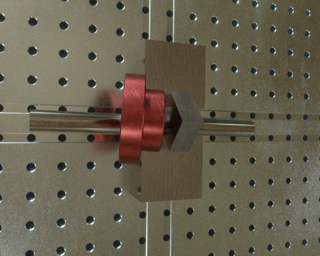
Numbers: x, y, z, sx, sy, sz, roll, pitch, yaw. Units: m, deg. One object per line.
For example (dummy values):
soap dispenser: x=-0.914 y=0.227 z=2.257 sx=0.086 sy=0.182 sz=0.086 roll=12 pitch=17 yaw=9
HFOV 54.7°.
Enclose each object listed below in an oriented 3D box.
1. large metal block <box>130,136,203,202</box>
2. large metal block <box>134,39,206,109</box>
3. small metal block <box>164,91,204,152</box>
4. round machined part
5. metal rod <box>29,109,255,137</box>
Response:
large metal block: x=0.007 y=0.049 z=0.402 sx=0.081 sy=0.050 sz=0.080 roll=1 pitch=90 yaw=-20
large metal block: x=0.011 y=-0.065 z=0.403 sx=0.081 sy=0.050 sz=0.079 roll=1 pitch=90 yaw=-20
small metal block: x=0.023 y=-0.008 z=0.361 sx=0.025 sy=0.050 sz=0.050 roll=1 pitch=46 yaw=-20
round machined part: x=-0.019 y=-0.009 z=0.336 sx=0.042 sy=0.098 sz=0.097 roll=4 pitch=89 yaw=-6
metal rod: x=-0.008 y=-0.004 z=0.409 sx=0.302 sy=0.025 sz=0.025 roll=2 pitch=90 yaw=-20
